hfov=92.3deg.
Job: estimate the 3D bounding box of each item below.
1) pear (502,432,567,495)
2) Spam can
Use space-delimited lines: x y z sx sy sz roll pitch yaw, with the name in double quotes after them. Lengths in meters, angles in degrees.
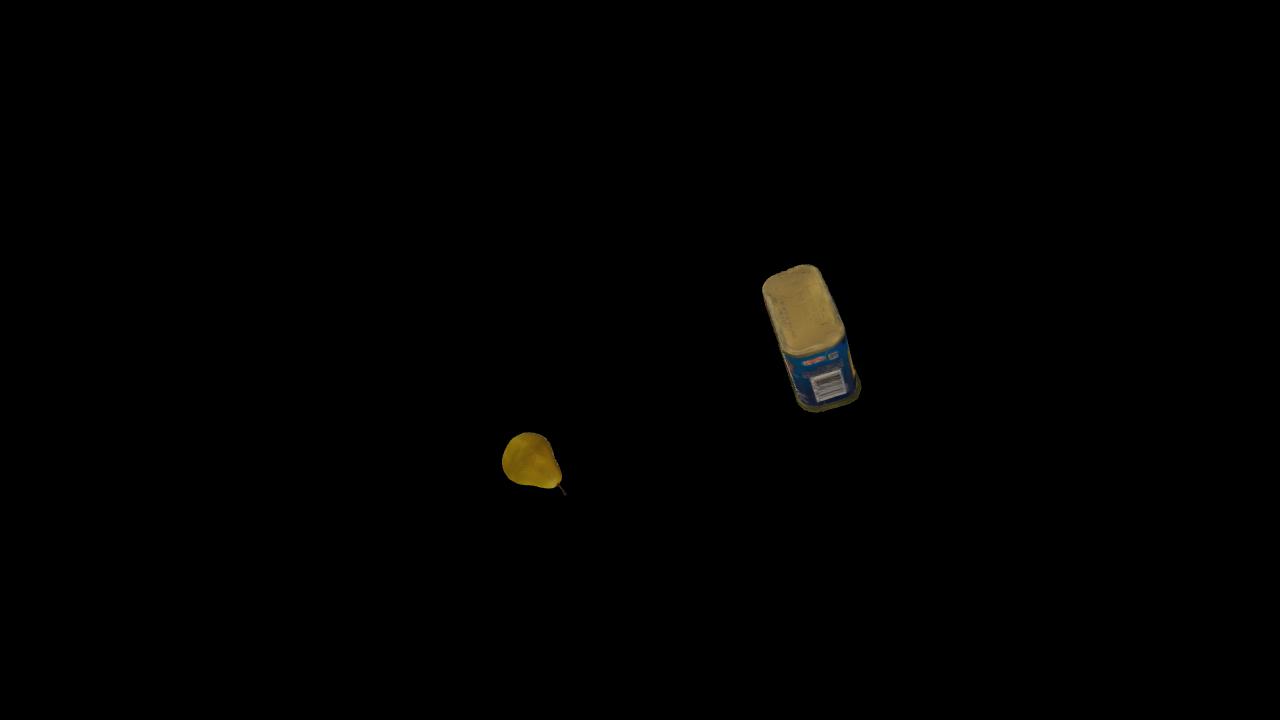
-0.149 0.156 0.911 0.111 0.080 0.080 26 10 21 "pear"
0.149 -0.020 0.538 0.058 0.101 0.085 -19 -42 13 "Spam can"
